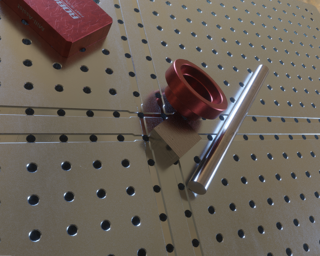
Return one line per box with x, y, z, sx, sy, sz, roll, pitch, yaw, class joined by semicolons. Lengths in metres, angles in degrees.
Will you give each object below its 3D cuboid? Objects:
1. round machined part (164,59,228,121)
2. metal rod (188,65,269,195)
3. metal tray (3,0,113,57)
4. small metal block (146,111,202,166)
0.046;-0.049;0.441;0.098;0.042;0.098;30;33;-22;round machined part
0.119;-0.016;0.484;0.025;0.025;0.301;40;51;-2;metal rod
-0.143;-0.168;0.431;0.130;0.030;0.090;43;51;1;metal tray
0.019;0.013;0.412;0.050;0.025;0.050;49;51;5;small metal block
